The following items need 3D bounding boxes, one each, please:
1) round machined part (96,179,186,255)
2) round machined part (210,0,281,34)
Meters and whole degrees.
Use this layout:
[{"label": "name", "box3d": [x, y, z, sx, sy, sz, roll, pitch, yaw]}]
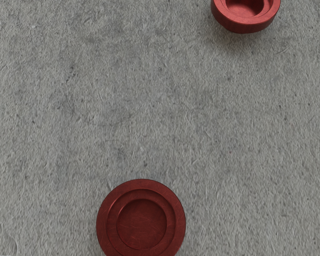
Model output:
[{"label": "round machined part", "box3d": [-0.021, 0.111, 0.358, 0.099, 0.042, 0.098, 0, 70, 0]}, {"label": "round machined part", "box3d": [0.125, -0.182, 0.466, 0.099, 0.042, 0.098, 0, 70, 0]}]
